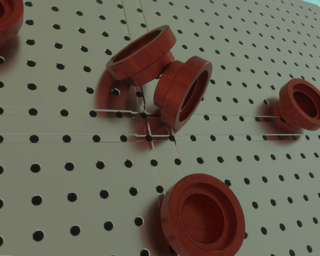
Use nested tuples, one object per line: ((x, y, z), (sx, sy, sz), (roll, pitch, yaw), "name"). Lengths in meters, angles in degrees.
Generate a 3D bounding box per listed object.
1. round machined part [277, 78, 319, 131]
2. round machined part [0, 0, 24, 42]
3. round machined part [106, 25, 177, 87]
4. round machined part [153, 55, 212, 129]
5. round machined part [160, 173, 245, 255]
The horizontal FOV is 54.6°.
((0.251, -0.037, 0.554), (0.099, 0.042, 0.098), (13, 56, -21), "round machined part")
((-0.215, -0.136, 0.364), (0.099, 0.042, 0.098), (13, 56, -21), "round machined part")
((-0.020, -0.092, 0.414), (0.042, 0.098, 0.098), (56, 47, -24), "round machined part")
((0.027, -0.051, 0.411), (0.042, 0.097, 0.098), (29, 49, 16), "round machined part")
((0.045, 0.105, 0.357), (0.099, 0.042, 0.098), (13, 56, -21), "round machined part")
